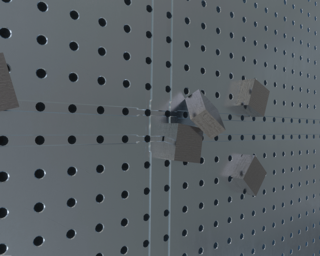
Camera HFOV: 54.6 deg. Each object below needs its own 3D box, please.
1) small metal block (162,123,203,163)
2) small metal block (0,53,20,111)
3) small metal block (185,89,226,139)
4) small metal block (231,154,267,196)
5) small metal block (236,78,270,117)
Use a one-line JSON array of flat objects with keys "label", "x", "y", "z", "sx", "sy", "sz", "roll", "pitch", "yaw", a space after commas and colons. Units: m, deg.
[{"label": "small metal block", "x": 0.033, "y": 0.022, "z": 0.435, "sx": 0.050, "sy": 0.025, "sz": 0.050, "roll": 11, "pitch": 83, "yaw": -39}, {"label": "small metal block", "x": -0.161, "y": -0.036, "z": 0.274, "sx": 0.050, "sy": 0.025, "sz": 0.050, "roll": -21, "pitch": 103, "yaw": -38}, {"label": "small metal block", "x": 0.065, "y": -0.020, "z": 0.445, "sx": 0.050, "sy": 0.025, "sz": 0.050, "roll": 41, "pitch": 25, "yaw": -32}, {"label": "small metal block", "x": 0.155, "y": 0.081, "z": 0.537, "sx": 0.050, "sy": 0.025, "sz": 0.050, "roll": 50, "pitch": 61, "yaw": -28}, {"label": "small metal block", "x": 0.164, "y": -0.052, "z": 0.545, "sx": 0.050, "sy": 0.025, "sz": 0.050, "roll": 28, "pitch": 73, "yaw": -37}]
